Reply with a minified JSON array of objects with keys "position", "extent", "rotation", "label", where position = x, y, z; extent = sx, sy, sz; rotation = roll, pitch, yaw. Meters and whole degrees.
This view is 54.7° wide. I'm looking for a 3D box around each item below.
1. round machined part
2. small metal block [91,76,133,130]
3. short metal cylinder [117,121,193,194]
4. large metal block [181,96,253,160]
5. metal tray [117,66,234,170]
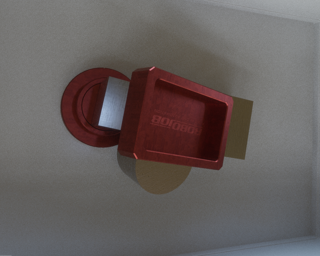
[{"position":[-0.068,-0.025,0.375],"extent":[0.099,0.042,0.097],"rotation":[0,90,-21],"label":"round machined part"},{"position":[-0.052,-0.025,0.332],"extent":[0.025,0.050,0.050],"rotation":[13,86,-20],"label":"small metal block"},{"position":[-0.006,0.035,0.382],"extent":[0.081,0.050,0.079],"rotation":[-9,108,-30],"label":"short metal cylinder"},{"position":[0.073,-0.004,0.423],"extent":[0.081,0.050,0.080],"rotation":[11,87,-20],"label":"large metal block"},{"position":[0.023,-0.005,0.341],"extent":[0.131,0.030,0.090],"rotation":[13,86,-39],"label":"metal tray"}]
